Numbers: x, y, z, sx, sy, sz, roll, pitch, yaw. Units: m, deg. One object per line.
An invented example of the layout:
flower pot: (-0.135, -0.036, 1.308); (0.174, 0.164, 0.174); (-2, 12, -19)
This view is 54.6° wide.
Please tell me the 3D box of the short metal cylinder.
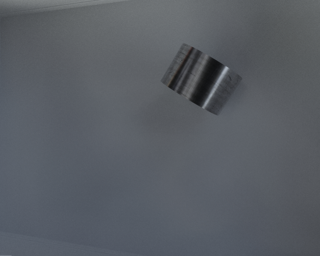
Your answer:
short metal cylinder: (0.048, -0.057, 0.365); (0.080, 0.080, 0.050); (34, 101, 17)
